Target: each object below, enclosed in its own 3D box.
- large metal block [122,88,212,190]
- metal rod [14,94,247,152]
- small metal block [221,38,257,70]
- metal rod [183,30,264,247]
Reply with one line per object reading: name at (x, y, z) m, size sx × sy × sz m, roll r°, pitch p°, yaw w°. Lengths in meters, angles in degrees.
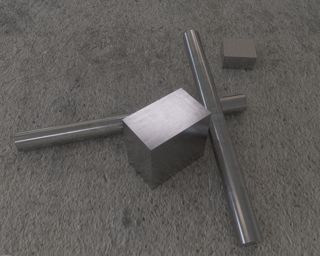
large metal block at (0.008, 0.013, 0.357) m, size 0.081 × 0.080 × 0.050 m, roll -31°, pitch 57°, yaw -23°
metal rod at (-0.030, -0.009, 0.410) m, size 0.302 × 0.025 × 0.025 m, roll -10°, pitch 51°, yaw -9°
small metal block at (0.127, -0.121, 0.506) m, size 0.050 × 0.025 × 0.050 m, roll 3°, pitch 50°, yaw 2°
metal rod at (0.068, -0.011, 0.385) m, size 0.025 × 0.025 × 0.299 m, roll -6°, pitch 59°, yaw -6°
